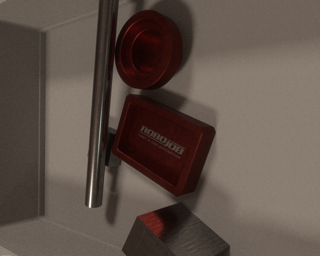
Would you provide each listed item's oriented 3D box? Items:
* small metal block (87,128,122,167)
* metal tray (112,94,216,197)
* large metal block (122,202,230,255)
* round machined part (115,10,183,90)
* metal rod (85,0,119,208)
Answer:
[{"bbox_3d":[-0.081,0.026,0.471,0.050,0.025,0.050,19,102,38],"label":"small metal block"},{"bbox_3d":[-0.001,0.018,0.402,0.130,0.030,0.089,27,107,36],"label":"metal tray"},{"bbox_3d":[0.018,0.137,0.354,0.080,0.081,0.050,36,112,34],"label":"large metal block"},{"bbox_3d":[-0.010,-0.098,0.402,0.098,0.042,0.097,0,90,39],"label":"round machined part"},{"bbox_3d":[-0.081,-0.031,0.427,0.025,0.025,0.298,17,106,38],"label":"metal rod"}]
